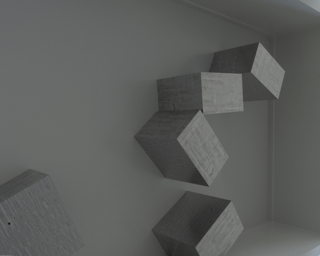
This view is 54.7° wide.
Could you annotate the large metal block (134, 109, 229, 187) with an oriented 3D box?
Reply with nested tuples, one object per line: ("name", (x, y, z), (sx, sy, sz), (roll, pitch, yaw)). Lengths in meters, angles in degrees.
("large metal block", (0.027, 0.024, 0.396), (0.050, 0.080, 0.080), (-50, 120, -28))

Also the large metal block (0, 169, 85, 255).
("large metal block", (-0.130, 0.095, 0.283), (0.081, 0.050, 0.080), (-32, 111, -35))

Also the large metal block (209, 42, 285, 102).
("large metal block", (0.135, -0.083, 0.487), (0.080, 0.080, 0.050), (31, 71, -36))

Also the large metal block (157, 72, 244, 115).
("large metal block", (0.054, -0.044, 0.418), (0.081, 0.080, 0.050), (-7, 95, -40))

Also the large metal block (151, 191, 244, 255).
("large metal block", (0.051, 0.136, 0.416), (0.080, 0.080, 0.050), (-40, 115, -33))
